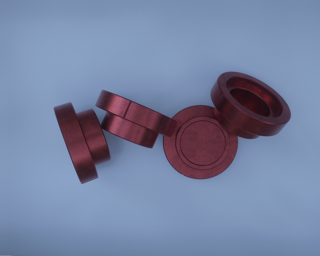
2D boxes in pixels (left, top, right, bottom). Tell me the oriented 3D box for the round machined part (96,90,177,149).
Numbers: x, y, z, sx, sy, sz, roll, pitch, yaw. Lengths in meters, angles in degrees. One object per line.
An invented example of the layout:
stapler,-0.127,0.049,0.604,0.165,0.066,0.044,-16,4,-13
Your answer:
round machined part,-0.032,-0.007,0.374,0.098,0.098,0.042,23,90,-1

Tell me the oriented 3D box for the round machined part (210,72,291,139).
round machined part,0.107,-0.024,0.386,0.098,0.098,0.042,26,129,-1

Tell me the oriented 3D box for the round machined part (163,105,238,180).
round machined part,0.053,0.019,0.404,0.099,0.042,0.097,0,90,-1

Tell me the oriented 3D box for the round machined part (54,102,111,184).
round machined part,-0.091,0.015,0.376,0.042,0.098,0.098,-20,90,-15
